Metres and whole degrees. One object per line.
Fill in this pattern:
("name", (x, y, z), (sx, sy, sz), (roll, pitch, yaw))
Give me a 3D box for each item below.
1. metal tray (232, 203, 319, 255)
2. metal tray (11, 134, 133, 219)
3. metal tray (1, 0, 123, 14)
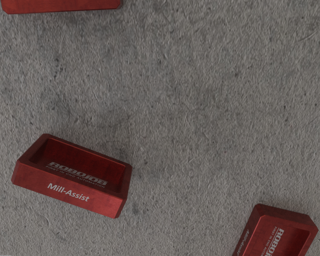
("metal tray", (0.170, 0.186, 0.477), (0.091, 0.030, 0.129), (14, 109, -6))
("metal tray", (-0.104, 0.058, 0.395), (0.131, 0.090, 0.030), (22, 109, -8))
("metal tray", (-0.111, -0.176, 0.341), (0.131, 0.030, 0.089), (-3, 110, 1))
